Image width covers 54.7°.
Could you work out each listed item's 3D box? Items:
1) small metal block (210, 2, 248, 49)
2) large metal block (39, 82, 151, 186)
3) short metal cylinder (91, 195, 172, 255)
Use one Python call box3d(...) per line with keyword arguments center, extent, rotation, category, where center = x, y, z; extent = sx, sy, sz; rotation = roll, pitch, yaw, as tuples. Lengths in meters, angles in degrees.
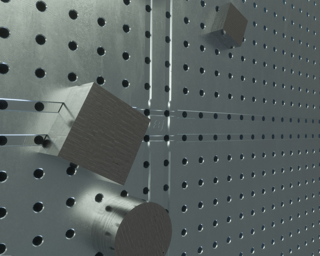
box3d(center=(0.113, -0.165, 0.503), extent=(0.050, 0.025, 0.050), rotation=(28, 72, -37), category="small metal block")
box3d(center=(-0.068, 0.008, 0.336), extent=(0.080, 0.050, 0.080), rotation=(34, 69, -35), category="large metal block")
box3d(center=(-0.033, 0.123, 0.366), extent=(0.081, 0.050, 0.080), rotation=(0, 90, -40), category="short metal cylinder")
